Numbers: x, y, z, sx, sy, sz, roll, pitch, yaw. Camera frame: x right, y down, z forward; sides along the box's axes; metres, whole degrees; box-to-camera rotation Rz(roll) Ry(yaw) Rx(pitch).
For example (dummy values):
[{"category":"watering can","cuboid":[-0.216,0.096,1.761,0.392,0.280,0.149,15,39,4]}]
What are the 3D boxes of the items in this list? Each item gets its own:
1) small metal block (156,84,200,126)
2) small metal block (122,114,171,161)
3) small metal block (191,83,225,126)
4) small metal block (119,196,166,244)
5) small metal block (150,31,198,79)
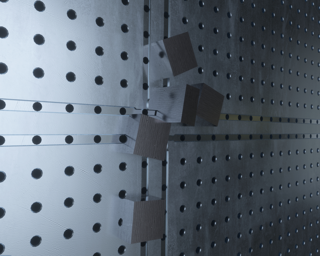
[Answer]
[{"category":"small metal block","cuboid":[0.023,-0.029,0.414,0.025,0.050,0.050,15,80,-40]},{"category":"small metal block","cuboid":[-0.017,0.013,0.397,0.050,0.025,0.050,18,79,-39]},{"category":"small metal block","cuboid":[0.067,-0.034,0.468,0.050,0.025,0.050,25,75,-38]},{"category":"small metal block","cuboid":[-0.022,0.115,0.393,0.050,0.025,0.050,7,86,-40]},{"category":"small metal block","cuboid":[0.021,-0.101,0.428,0.050,0.025,0.050,-30,109,-36]}]
